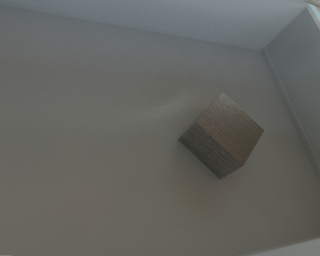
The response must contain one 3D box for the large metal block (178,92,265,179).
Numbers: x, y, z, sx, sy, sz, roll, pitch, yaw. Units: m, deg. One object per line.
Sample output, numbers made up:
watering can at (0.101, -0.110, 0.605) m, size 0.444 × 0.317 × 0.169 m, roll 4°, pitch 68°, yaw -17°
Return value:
large metal block at (0.086, 0.010, 0.432) m, size 0.080 × 0.050 × 0.080 m, roll 43°, pitch 51°, yaw 1°
